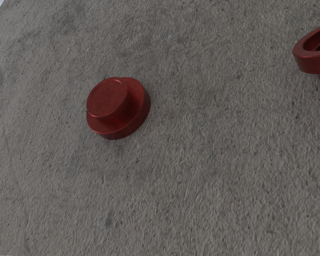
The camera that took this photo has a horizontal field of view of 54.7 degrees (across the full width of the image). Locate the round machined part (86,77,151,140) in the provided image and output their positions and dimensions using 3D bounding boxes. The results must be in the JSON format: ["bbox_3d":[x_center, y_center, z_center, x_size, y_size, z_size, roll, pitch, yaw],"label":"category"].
[{"bbox_3d":[-0.067,-0.035,0.450,0.098,0.042,0.098,-13,56,21],"label":"round machined part"}]

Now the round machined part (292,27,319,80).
[{"bbox_3d":[0.195,-0.081,0.322,0.098,0.042,0.098,-27,21,11],"label":"round machined part"}]
